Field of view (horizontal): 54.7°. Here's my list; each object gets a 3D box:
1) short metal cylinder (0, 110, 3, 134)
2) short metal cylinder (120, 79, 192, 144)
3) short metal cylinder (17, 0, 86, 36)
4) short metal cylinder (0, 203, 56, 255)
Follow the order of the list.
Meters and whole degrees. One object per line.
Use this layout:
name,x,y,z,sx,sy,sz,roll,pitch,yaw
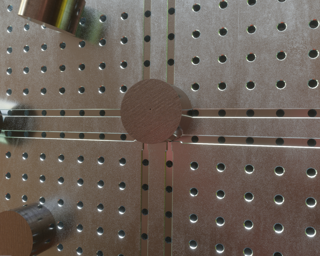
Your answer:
short metal cylinder,-0.301,-0.009,0.490,0.050,0.080,0.079,11,94,20
short metal cylinder,-0.003,-0.020,0.400,0.080,0.050,0.079,0,90,20
short metal cylinder,-0.152,-0.168,0.437,0.080,0.080,0.050,21,97,18
short metal cylinder,-0.208,0.160,0.473,0.080,0.050,0.079,0,90,20
